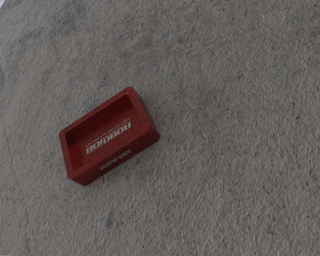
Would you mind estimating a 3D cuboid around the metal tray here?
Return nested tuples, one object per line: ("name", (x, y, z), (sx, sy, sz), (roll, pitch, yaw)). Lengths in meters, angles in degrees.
("metal tray", (-0.074, 0.010, 0.434), (0.130, 0.030, 0.090), (-32, 51, 7))
